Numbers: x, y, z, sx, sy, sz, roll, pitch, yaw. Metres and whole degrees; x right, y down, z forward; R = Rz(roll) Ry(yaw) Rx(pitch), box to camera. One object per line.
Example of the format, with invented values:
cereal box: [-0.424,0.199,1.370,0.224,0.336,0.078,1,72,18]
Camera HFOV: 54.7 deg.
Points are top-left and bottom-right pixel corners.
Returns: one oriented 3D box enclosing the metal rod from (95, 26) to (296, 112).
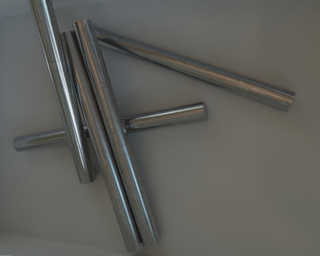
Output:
metal rod: [0.020,-0.085,0.403,0.301,0.025,0.025,23,98,18]

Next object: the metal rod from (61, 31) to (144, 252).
metal rod: [-0.077,0.020,0.413,0.025,0.025,0.298,-16,94,19]

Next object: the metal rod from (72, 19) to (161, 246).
metal rod: [-0.055,0.009,0.404,0.025,0.025,0.298,-16,95,19]

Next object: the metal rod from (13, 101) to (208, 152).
metal rod: [-0.083,0.002,0.439,0.301,0.025,0.025,-10,87,19]

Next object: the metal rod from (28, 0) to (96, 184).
metal rod: [-0.124,-0.061,0.389,0.025,0.025,0.298,1,116,20]
